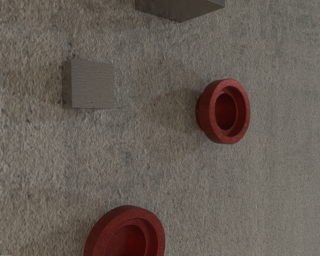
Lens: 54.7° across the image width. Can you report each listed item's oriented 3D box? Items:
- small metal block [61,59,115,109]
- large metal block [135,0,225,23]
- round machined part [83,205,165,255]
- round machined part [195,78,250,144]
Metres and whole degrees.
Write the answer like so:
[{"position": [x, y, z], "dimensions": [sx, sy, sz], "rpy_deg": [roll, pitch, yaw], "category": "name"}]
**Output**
[{"position": [-0.079, -0.046, 0.340], "dimensions": [0.050, 0.025, 0.050], "rpy_deg": [-2, 92, -40], "category": "small metal block"}, {"position": [0.025, -0.176, 0.391], "dimensions": [0.081, 0.080, 0.050], "rpy_deg": [0, 91, -40], "category": "large metal block"}, {"position": [-0.044, 0.138, 0.359], "dimensions": [0.099, 0.042, 0.097], "rpy_deg": [0, 90, -40], "category": "round machined part"}, {"position": [0.092, -0.025, 0.474], "dimensions": [0.099, 0.042, 0.097], "rpy_deg": [0, 90, -40], "category": "round machined part"}]
